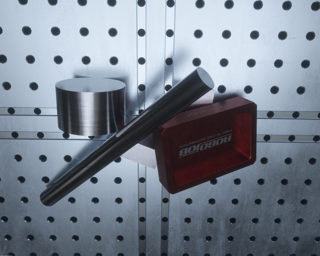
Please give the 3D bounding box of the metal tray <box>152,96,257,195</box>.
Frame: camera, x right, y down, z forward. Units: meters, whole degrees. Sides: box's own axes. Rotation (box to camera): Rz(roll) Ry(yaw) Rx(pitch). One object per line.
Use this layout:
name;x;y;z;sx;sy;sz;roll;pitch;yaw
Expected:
metal tray;0.059;0.020;0.389;0.131;0.030;0.089;-17;116;-19

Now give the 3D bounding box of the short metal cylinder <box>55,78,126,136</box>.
short metal cylinder;-0.082;-0.028;0.373;0.081;0.080;0.050;2;110;-1

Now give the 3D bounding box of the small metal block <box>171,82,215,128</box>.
small metal block;0.040;-0.030;0.403;0.050;0.025;0.050;6;110;-3

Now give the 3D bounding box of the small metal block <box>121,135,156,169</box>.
small metal block;-0.025;0.024;0.409;0.050;0.050;0.025;22;109;-8

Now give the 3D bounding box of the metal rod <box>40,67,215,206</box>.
metal rod;-0.060;0.027;0.372;0.299;0.025;0.025;-36;108;31
